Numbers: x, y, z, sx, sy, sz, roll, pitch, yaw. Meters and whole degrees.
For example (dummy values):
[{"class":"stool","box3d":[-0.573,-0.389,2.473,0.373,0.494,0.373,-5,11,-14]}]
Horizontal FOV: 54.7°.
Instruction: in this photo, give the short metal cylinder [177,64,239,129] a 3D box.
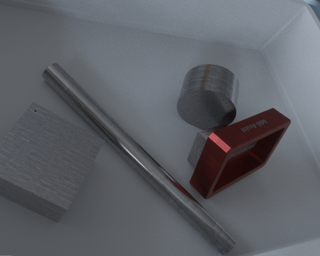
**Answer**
[{"class":"short metal cylinder","box3d":[0.068,-0.042,0.435,0.080,0.080,0.050,26,53,-13]}]

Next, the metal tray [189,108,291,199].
[{"class":"metal tray","box3d":[0.105,0.031,0.400,0.131,0.089,0.030,-19,49,-36]}]

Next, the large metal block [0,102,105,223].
[{"class":"large metal block","box3d":[-0.114,0.035,0.308,0.080,0.050,0.080,30,52,-10]}]

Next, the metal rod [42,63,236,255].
[{"class":"metal rod","box3d":[-0.026,0.035,0.371,0.300,0.025,0.025,44,51,2]}]

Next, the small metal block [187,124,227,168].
[{"class":"small metal block","box3d":[0.069,0.026,0.409,0.050,0.050,0.025,-15,46,-34]}]
